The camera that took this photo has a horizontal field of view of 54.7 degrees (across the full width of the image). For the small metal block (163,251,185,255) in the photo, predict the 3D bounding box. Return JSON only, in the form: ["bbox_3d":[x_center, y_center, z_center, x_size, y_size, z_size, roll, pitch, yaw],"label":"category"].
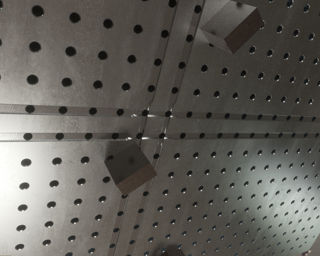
[{"bbox_3d":[0.021,0.265,0.589,0.050,0.025,0.050,27,103,-38],"label":"small metal block"}]

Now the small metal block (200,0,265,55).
[{"bbox_3d":[0.085,-0.121,0.369,0.050,0.050,0.025,-44,130,2],"label":"small metal block"}]

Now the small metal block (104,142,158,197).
[{"bbox_3d":[-0.039,0.053,0.408,0.050,0.050,0.025,-33,129,-8],"label":"small metal block"}]
